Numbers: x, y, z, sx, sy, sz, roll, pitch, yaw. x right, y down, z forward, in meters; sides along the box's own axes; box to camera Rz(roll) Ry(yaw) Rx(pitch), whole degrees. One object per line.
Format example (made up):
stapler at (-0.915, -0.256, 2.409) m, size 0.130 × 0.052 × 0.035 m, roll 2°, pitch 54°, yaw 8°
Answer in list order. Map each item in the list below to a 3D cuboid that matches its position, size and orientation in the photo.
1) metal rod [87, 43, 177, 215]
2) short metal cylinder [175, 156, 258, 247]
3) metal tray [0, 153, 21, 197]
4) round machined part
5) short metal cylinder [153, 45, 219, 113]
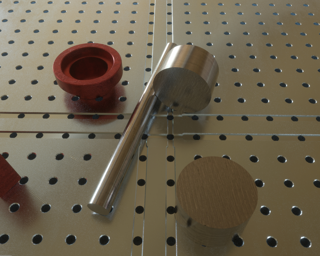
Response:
metal rod at (-0.023, -0.022, 0.425) m, size 0.025 × 0.025 × 0.300 m, roll 13°, pitch 51°, yaw 11°
short metal cylinder at (0.057, 0.077, 0.327) m, size 0.080 × 0.050 × 0.080 m, roll 0°, pitch 50°, yaw 0°
metal tray at (-0.226, 0.017, 0.348) m, size 0.130 × 0.090 × 0.030 m, roll 28°, pitch 60°, yaw 21°
round machined part at (-0.105, -0.081, 0.464) m, size 0.099 × 0.042 × 0.098 m, roll 0°, pitch 50°, yaw 0°
short metal cylinder at (0.037, -0.067, 0.428) m, size 0.080 × 0.080 × 0.050 m, roll 14°, pitch 52°, yaw 11°
